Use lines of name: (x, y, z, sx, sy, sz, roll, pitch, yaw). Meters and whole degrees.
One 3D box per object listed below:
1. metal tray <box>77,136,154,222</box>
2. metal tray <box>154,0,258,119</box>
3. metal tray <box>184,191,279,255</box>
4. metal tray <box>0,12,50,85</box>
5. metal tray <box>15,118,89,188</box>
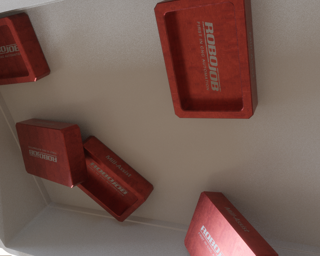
metal tray: (-0.086, 0.084, 0.500, 0.130, 0.030, 0.089, 40, 129, 0)
metal tray: (0.052, -0.074, 0.331, 0.090, 0.030, 0.129, 1, 119, 27)
metal tray: (0.080, 0.150, 0.383, 0.030, 0.130, 0.089, 9, 108, -23)
metal tray: (-0.234, -0.111, 0.456, 0.130, 0.030, 0.089, -1, 118, 28)
metal tray: (-0.172, 0.036, 0.488, 0.130, 0.030, 0.089, 6, 110, 38)
